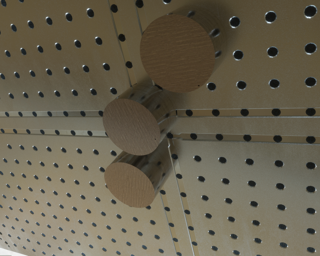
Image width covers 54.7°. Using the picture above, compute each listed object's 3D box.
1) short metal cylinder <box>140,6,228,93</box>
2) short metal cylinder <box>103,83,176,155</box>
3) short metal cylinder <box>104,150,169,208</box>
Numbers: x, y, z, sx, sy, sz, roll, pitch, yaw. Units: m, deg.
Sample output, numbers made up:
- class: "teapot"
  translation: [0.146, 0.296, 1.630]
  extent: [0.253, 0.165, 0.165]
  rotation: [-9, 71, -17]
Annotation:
- class: "short metal cylinder"
  translation: [0.026, -0.084, 0.329]
  extent: [0.080, 0.050, 0.079]
  rotation: [13, 124, 20]
- class: "short metal cylinder"
  translation: [-0.026, -0.012, 0.400]
  extent: [0.080, 0.050, 0.079]
  rotation: [13, 124, 20]
- class: "short metal cylinder"
  translation: [-0.033, 0.069, 0.454]
  extent: [0.080, 0.050, 0.079]
  rotation: [13, 124, 20]
